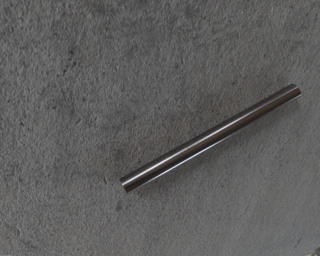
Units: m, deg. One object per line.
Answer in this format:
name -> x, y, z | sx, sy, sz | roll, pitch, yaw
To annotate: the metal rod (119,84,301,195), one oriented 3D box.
metal rod -> 0.080, 0.012, 0.456 | 0.301, 0.025, 0.025 | -28, 128, -11
